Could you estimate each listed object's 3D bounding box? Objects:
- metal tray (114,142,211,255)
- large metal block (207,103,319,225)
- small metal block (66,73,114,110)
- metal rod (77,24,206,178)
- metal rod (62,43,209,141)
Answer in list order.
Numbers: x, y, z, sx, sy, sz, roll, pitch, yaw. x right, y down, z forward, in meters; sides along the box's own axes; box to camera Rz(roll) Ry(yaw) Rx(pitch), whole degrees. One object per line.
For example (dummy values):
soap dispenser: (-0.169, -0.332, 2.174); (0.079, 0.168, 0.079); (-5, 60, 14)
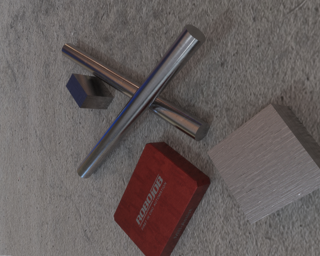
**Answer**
metal tray: (-0.002, 0.094, 0.402); (0.090, 0.030, 0.129); (38, 113, 33)
large metal block: (0.107, 0.034, 0.299); (0.080, 0.050, 0.080); (-43, 64, 31)
small metal block: (-0.107, -0.055, 0.474); (0.050, 0.050, 0.025); (52, 120, 27)
metal rod: (-0.043, -0.013, 0.410); (0.298, 0.025, 0.025); (-46, 62, 39)
metal rod: (-0.054, -0.064, 0.446); (0.300, 0.025, 0.025); (34, 111, 34)
